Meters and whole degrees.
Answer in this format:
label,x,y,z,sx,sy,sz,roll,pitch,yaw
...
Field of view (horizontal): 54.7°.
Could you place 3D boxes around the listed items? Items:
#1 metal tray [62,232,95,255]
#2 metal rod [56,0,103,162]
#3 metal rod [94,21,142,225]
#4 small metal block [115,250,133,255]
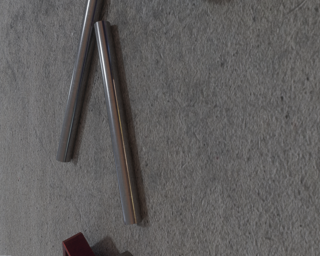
label,x,y,z,sx,sy,sz,roll,pitch,yaw
metal tray,-0.102,0.232,0.459,0.130,0.030,0.089,48,144,28
metal rod,-0.132,-0.086,0.510,0.025,0.025,0.298,23,105,37
metal rod,-0.063,-0.013,0.454,0.025,0.025,0.298,-16,80,38
small metal block,-0.045,0.214,0.440,0.050,0.025,0.050,29,108,35
